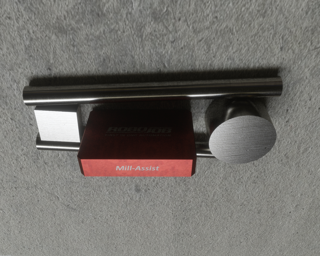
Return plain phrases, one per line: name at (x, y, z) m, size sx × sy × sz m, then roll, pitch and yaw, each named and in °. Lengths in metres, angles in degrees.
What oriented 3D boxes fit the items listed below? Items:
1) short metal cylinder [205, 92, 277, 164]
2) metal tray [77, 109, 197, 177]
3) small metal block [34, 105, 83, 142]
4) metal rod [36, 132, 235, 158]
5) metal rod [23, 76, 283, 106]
short metal cylinder at (0.099, 0.000, 0.393) m, size 0.081 × 0.050 × 0.079 m, roll 0°, pitch 130°, yaw 0°
metal tray at (-0.025, 0.016, 0.377) m, size 0.131 × 0.090 × 0.030 m, roll 0°, pitch 130°, yaw 0°
small metal block at (-0.129, -0.009, 0.400) m, size 0.050 × 0.025 × 0.050 m, roll 3°, pitch 130°, yaw -3°
metal rod at (-0.014, 0.025, 0.430) m, size 0.302 × 0.025 × 0.025 m, roll 3°, pitch 130°, yaw -3°
metal rod at (-0.009, -0.044, 0.371) m, size 0.302 × 0.025 × 0.025 m, roll -2°, pitch 130°, yaw 1°
